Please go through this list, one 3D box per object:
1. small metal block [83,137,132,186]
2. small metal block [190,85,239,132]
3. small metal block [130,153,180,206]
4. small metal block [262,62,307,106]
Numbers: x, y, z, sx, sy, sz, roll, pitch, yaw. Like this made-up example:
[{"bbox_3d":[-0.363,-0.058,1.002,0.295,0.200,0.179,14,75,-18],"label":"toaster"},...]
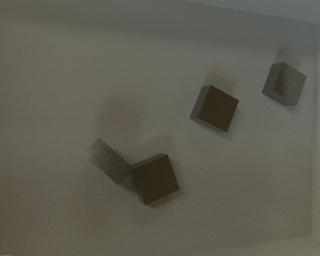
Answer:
[{"bbox_3d":[-0.060,0.041,0.368,0.050,0.050,0.025,41,76,5],"label":"small metal block"},{"bbox_3d":[0.077,-0.026,0.441,0.050,0.025,0.050,25,82,-19],"label":"small metal block"},{"bbox_3d":[-0.009,0.066,0.409,0.050,0.025,0.050,-21,98,-19],"label":"small metal block"},{"bbox_3d":[0.195,-0.068,0.484,0.050,0.025,0.050,25,82,-19],"label":"small metal block"}]
